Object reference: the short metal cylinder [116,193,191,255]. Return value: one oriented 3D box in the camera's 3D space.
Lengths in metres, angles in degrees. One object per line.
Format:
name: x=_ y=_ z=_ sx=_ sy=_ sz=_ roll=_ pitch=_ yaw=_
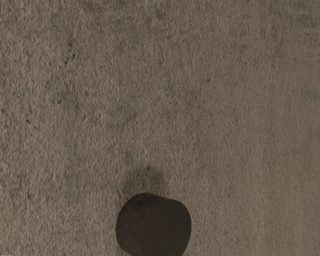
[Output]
short metal cylinder: x=-0.007 y=0.125 z=0.385 sx=0.081 sy=0.050 sz=0.079 roll=0 pitch=90 yaw=-40
